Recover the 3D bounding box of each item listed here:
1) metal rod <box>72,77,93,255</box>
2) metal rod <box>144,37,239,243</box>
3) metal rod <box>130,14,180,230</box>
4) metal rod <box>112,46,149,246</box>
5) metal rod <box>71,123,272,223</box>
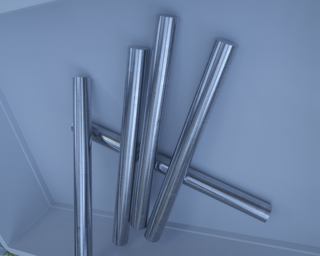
[{"bbox_3d":[-0.109,0.080,0.436,0.025,0.025,0.298,3,95,27],"label":"metal rod"},{"bbox_3d":[0.029,0.036,0.389,0.025,0.025,0.298,25,119,13],"label":"metal rod"},{"bbox_3d":[-0.011,0.012,0.397,0.025,0.025,0.298,18,118,18],"label":"metal rod"},{"bbox_3d":[-0.044,0.040,0.424,0.025,0.025,0.298,16,115,19],"label":"metal rod"},{"bbox_3d":[0.007,0.053,0.437,0.301,0.025,0.025,24,127,13],"label":"metal rod"}]
